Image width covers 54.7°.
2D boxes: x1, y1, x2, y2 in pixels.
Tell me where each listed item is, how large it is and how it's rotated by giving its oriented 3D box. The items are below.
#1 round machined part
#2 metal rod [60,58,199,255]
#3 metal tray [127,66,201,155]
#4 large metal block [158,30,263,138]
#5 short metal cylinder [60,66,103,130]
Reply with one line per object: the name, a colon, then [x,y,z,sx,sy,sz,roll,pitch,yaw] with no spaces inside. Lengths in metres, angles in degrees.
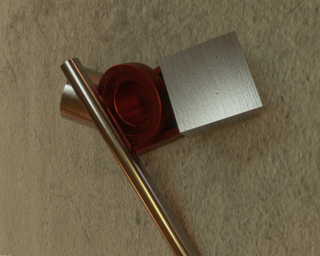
round machined part: [-0.028,-0.033,0.385,0.098,0.042,0.097,12,112,32]
metal rod: [-0.033,0.048,0.375,0.025,0.025,0.299,-34,87,35]
metal tray: [-0.009,-0.022,0.408,0.130,0.030,0.090,-26,74,36]
large metal block: [0.052,-0.042,0.324,0.080,0.050,0.080,-18,77,11]
short metal cylinder: [-0.100,-0.043,0.442,0.050,0.080,0.079,19,105,1]
